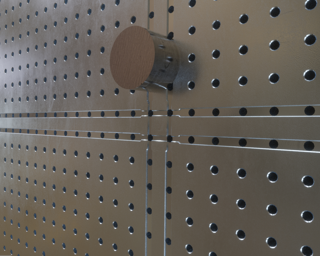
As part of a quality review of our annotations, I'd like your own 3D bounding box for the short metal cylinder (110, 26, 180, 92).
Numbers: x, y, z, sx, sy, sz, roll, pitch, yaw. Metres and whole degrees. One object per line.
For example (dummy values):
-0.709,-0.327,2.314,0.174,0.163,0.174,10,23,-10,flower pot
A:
-0.021,-0.089,0.411,0.080,0.050,0.080,0,90,40,short metal cylinder
